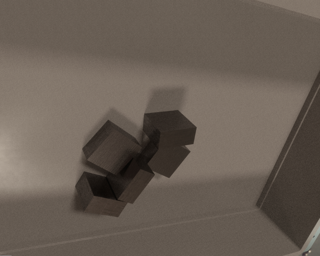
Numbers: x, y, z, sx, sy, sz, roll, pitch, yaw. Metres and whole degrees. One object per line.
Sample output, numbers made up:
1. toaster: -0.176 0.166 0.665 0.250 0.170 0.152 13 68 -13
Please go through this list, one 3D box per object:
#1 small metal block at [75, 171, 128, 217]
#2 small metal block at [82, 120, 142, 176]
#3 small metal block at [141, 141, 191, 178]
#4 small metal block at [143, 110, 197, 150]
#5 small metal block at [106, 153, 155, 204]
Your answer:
1. small metal block: -0.077 0.087 0.405 0.050 0.050 0.025 23 106 -37
2. small metal block: -0.060 0.026 0.393 0.050 0.025 0.050 -48 129 5
3. small metal block: 0.006 0.037 0.437 0.050 0.025 0.050 30 101 -38
4. small metal block: 0.011 0.001 0.401 0.050 0.050 0.025 -7 122 -25
5. small metal block: -0.040 0.063 0.411 0.025 0.050 0.050 29 102 -38
